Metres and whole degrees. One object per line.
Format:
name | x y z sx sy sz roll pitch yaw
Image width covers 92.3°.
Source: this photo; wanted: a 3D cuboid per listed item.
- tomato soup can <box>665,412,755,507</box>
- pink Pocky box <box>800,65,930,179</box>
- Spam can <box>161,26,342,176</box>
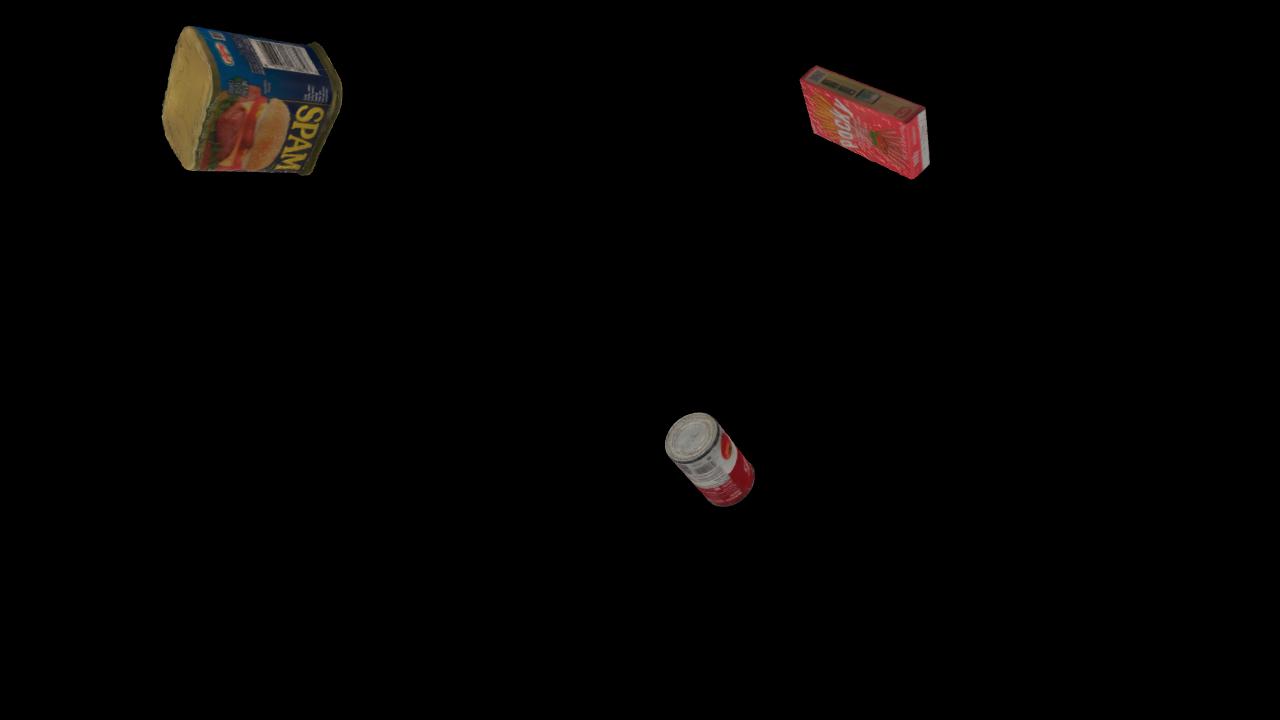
tomato soup can | 0.079 0.113 0.700 0.068 0.068 0.101 0 -38 41
pink Pocky box | 0.247 -0.265 0.682 0.155 0.029 0.084 47 -1 38
Spam can | -0.279 -0.182 0.442 0.101 0.058 0.085 -39 -11 37
